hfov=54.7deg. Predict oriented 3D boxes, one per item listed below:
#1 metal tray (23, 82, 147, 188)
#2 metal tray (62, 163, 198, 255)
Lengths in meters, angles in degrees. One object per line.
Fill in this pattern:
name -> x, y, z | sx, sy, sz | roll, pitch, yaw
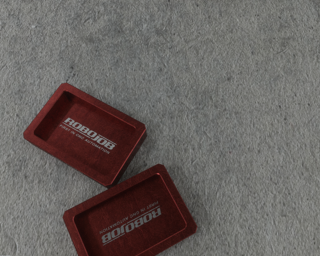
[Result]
metal tray -> -0.094, 0.009, 0.401 | 0.130, 0.030, 0.090 | 28, 72, 10
metal tray -> -0.034, 0.111, 0.364 | 0.131, 0.030, 0.090 | -26, 72, -9
